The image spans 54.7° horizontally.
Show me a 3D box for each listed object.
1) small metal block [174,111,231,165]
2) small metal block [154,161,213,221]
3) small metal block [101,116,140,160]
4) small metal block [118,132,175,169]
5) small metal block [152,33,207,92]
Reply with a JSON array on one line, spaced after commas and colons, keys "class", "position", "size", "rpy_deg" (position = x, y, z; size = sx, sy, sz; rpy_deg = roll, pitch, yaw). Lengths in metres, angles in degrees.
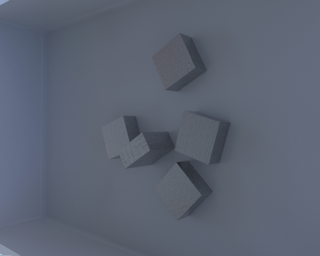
[{"class": "small metal block", "position": [0.049, 0.010, 0.366], "size": [0.050, 0.025, 0.050], "rpy_deg": [21, 103, 38]}, {"class": "small metal block", "position": [0.028, 0.077, 0.384], "size": [0.050, 0.025, 0.050], "rpy_deg": [52, 120, 27]}, {"class": "small metal block", "position": [-0.055, 0.014, 0.453], "size": [0.050, 0.025, 0.050], "rpy_deg": [-24, 75, 37]}, {"class": "small metal block", "position": [-0.017, 0.029, 0.405], "size": [0.050, 0.050, 0.025], "rpy_deg": [-38, 67, 33]}, {"class": "small metal block", "position": [0.023, -0.081, 0.388], "size": [0.050, 0.025, 0.050], "rpy_deg": [-33, 70, 35]}]
